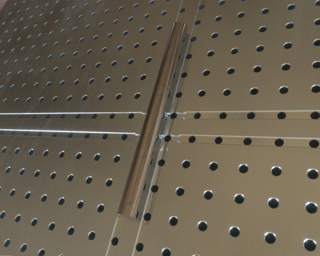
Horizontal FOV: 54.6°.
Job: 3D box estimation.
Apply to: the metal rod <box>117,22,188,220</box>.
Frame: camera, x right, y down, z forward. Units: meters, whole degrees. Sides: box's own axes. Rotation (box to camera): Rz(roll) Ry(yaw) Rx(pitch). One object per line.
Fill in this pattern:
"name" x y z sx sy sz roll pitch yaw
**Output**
"metal rod" -0.004 -0.027 0.428 0.025 0.025 0.300 1 62 28
